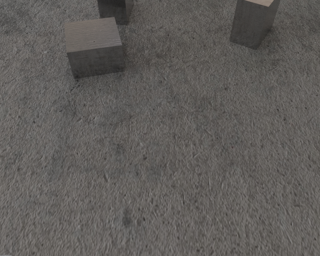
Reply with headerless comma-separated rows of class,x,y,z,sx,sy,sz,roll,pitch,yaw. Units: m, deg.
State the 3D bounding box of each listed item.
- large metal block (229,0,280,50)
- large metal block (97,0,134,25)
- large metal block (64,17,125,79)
large metal block,0.166,-0.195,0.533,0.050,0.080,0.080,26,55,20
large metal block,-0.082,-0.251,0.578,0.050,0.080,0.080,4,50,3
large metal block,-0.104,-0.129,0.495,0.081,0.050,0.080,-10,51,-9
